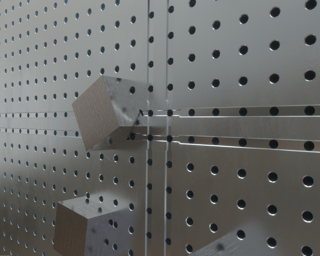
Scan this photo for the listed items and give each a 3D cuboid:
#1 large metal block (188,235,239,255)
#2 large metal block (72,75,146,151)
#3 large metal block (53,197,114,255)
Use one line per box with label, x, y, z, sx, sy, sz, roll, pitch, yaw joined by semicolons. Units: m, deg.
large metal block;0.056;0.172;0.328;0.050;0.081;0.080;-47;62;30
large metal block;-0.078;-0.020;0.459;0.080;0.050;0.080;-34;69;35
large metal block;-0.123;0.164;0.497;0.080;0.050;0.080;12;98;39
